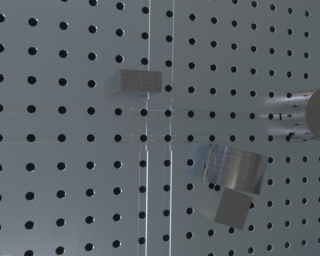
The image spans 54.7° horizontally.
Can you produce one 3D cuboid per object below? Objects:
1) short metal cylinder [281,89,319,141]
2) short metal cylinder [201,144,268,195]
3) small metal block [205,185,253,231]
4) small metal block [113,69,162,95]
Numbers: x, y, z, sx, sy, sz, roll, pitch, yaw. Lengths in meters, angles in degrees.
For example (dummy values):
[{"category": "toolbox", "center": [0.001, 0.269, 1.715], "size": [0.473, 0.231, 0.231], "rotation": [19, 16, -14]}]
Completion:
[{"category": "short metal cylinder", "center": [0.242, -0.020, 0.489], "size": [0.081, 0.050, 0.079], "rotation": [0, 90, -20]}, {"category": "short metal cylinder", "center": [0.100, 0.055, 0.421], "size": [0.081, 0.080, 0.050], "rotation": [16, 85, -20]}, {"category": "small metal block", "center": [0.100, 0.115, 0.450], "size": [0.050, 0.025, 0.050], "rotation": [22, 83, -19]}, {"category": "small metal block", "center": [-0.030, -0.056, 0.388], "size": [0.050, 0.050, 0.025], "rotation": [0, 90, -20]}]
